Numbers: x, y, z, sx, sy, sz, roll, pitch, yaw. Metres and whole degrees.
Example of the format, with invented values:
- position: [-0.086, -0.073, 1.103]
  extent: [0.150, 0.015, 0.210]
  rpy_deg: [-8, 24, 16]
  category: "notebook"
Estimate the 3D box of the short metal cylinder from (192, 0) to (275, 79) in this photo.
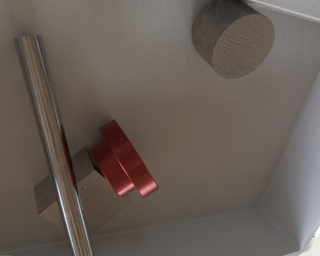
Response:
- position: [0.086, -0.105, 0.367]
  extent: [0.081, 0.050, 0.079]
  rpy_deg: [-15, 135, -15]
  category: "short metal cylinder"

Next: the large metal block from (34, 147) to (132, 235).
- position: [-0.097, 0.085, 0.393]
  extent: [0.080, 0.050, 0.080]
  rpy_deg: [-39, 130, -2]
  category: "large metal block"

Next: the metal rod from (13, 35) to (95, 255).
- position: [-0.103, 0.056, 0.331]
  extent: [0.025, 0.025, 0.298]
  rpy_deg: [-15, 107, -21]
  category: "metal rod"

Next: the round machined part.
- position: [-0.045, 0.042, 0.364]
  extent: [0.042, 0.098, 0.098]
  rpy_deg: [-33, 129, -7]
  category: "round machined part"
